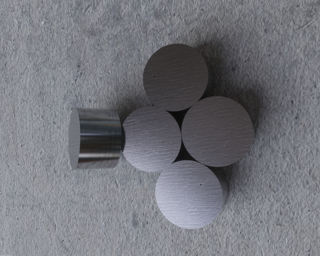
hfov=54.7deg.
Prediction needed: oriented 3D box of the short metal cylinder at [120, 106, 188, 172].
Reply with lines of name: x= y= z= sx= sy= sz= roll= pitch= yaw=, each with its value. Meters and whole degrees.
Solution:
short metal cylinder: x=-0.004 y=0.013 z=0.398 sx=0.080 sy=0.050 sz=0.080 roll=0 pitch=90 yaw=20

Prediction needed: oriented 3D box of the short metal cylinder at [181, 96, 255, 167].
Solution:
short metal cylinder: x=0.071 y=0.004 z=0.372 sx=0.080 sy=0.050 sz=0.080 roll=0 pitch=90 yaw=20

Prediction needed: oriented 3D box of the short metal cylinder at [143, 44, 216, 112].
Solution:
short metal cylinder: x=0.026 y=-0.060 z=0.388 sx=0.080 sy=0.050 sz=0.080 roll=0 pitch=90 yaw=20

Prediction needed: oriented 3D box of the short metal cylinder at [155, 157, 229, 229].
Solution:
short metal cylinder: x=0.041 y=0.077 z=0.382 sx=0.080 sy=0.050 sz=0.080 roll=0 pitch=90 yaw=20

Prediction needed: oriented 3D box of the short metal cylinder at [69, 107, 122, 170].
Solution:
short metal cylinder: x=-0.087 y=0.014 z=0.406 sx=0.080 sy=0.050 sz=0.080 roll=-6 pitch=83 yaw=64
